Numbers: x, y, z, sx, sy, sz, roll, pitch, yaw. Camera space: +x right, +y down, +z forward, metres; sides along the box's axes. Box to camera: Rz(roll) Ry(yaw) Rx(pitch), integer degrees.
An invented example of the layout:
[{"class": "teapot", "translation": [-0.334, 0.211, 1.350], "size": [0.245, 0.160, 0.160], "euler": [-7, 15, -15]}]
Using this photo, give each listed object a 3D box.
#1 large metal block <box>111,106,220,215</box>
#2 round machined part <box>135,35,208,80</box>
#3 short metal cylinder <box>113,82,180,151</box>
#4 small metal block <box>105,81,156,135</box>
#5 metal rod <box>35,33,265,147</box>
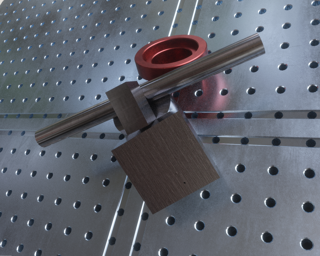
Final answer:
[{"class": "large metal block", "translation": [0.007, 0.032, 0.338], "size": [0.080, 0.050, 0.080], "euler": [-31, 97, 8]}, {"class": "round machined part", "translation": [0.018, -0.088, 0.426], "size": [0.098, 0.042, 0.098], "euler": [-9, 37, 7]}, {"class": "short metal cylinder", "translation": [-0.013, -0.014, 0.406], "size": [0.080, 0.050, 0.080], "euler": [-13, 56, 20]}, {"class": "small metal block", "translation": [-0.030, -0.024, 0.343], "size": [0.025, 0.050, 0.050], "euler": [-26, 95, 12]}, {"class": "metal rod", "translation": [-0.024, -0.040, 0.379], "size": [0.301, 0.025, 0.025], "euler": [-22, 54, 14]}]
